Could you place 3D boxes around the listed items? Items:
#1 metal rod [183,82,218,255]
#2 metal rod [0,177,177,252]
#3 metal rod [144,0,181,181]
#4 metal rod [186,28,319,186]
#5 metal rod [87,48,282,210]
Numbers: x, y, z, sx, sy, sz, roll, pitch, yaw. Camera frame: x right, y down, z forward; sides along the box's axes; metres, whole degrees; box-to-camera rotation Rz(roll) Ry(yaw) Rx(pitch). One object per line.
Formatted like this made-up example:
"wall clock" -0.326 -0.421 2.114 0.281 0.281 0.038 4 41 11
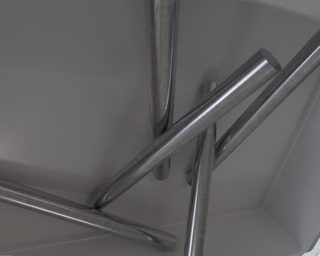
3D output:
"metal rod" 0.053 0.089 0.412 0.025 0.025 0.298 7 89 -32
"metal rod" -0.098 0.112 0.396 0.301 0.025 0.025 28 103 -29
"metal rod" 0.002 -0.015 0.326 0.025 0.025 0.299 -24 151 -14
"metal rod" 0.111 -0.007 0.387 0.025 0.025 0.298 1 142 -29
"metal rod" 0.000 0.025 0.338 0.025 0.025 0.299 17 137 -35
